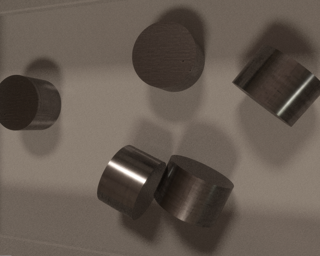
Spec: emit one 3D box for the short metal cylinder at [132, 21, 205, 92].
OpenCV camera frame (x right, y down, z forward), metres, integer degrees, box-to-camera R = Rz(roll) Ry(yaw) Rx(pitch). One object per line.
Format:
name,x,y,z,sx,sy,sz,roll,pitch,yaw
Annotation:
short metal cylinder,0.012,-0.088,0.392,0.080,0.050,0.079,0,90,19

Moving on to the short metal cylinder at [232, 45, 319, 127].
short metal cylinder,0.127,-0.045,0.337,0.080,0.080,0.050,41,103,15

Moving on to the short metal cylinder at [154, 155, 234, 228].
short metal cylinder,0.039,0.072,0.367,0.080,0.080,0.050,27,99,17

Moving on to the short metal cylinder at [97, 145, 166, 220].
short metal cylinder,-0.034,0.068,0.392,0.050,0.080,0.080,25,98,18

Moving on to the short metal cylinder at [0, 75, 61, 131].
short metal cylinder,-0.198,-0.036,0.465,0.080,0.050,0.079,0,90,19
